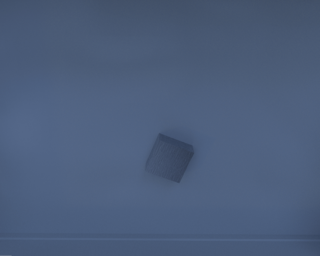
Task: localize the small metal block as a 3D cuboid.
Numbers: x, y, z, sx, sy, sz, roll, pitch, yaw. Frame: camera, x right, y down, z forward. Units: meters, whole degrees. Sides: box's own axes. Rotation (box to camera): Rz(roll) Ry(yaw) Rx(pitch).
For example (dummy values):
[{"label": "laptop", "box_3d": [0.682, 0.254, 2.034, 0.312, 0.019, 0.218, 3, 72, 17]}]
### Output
[{"label": "small metal block", "box_3d": [0.013, 0.042, 0.427, 0.050, 0.025, 0.050, 21, 109, -8]}]
